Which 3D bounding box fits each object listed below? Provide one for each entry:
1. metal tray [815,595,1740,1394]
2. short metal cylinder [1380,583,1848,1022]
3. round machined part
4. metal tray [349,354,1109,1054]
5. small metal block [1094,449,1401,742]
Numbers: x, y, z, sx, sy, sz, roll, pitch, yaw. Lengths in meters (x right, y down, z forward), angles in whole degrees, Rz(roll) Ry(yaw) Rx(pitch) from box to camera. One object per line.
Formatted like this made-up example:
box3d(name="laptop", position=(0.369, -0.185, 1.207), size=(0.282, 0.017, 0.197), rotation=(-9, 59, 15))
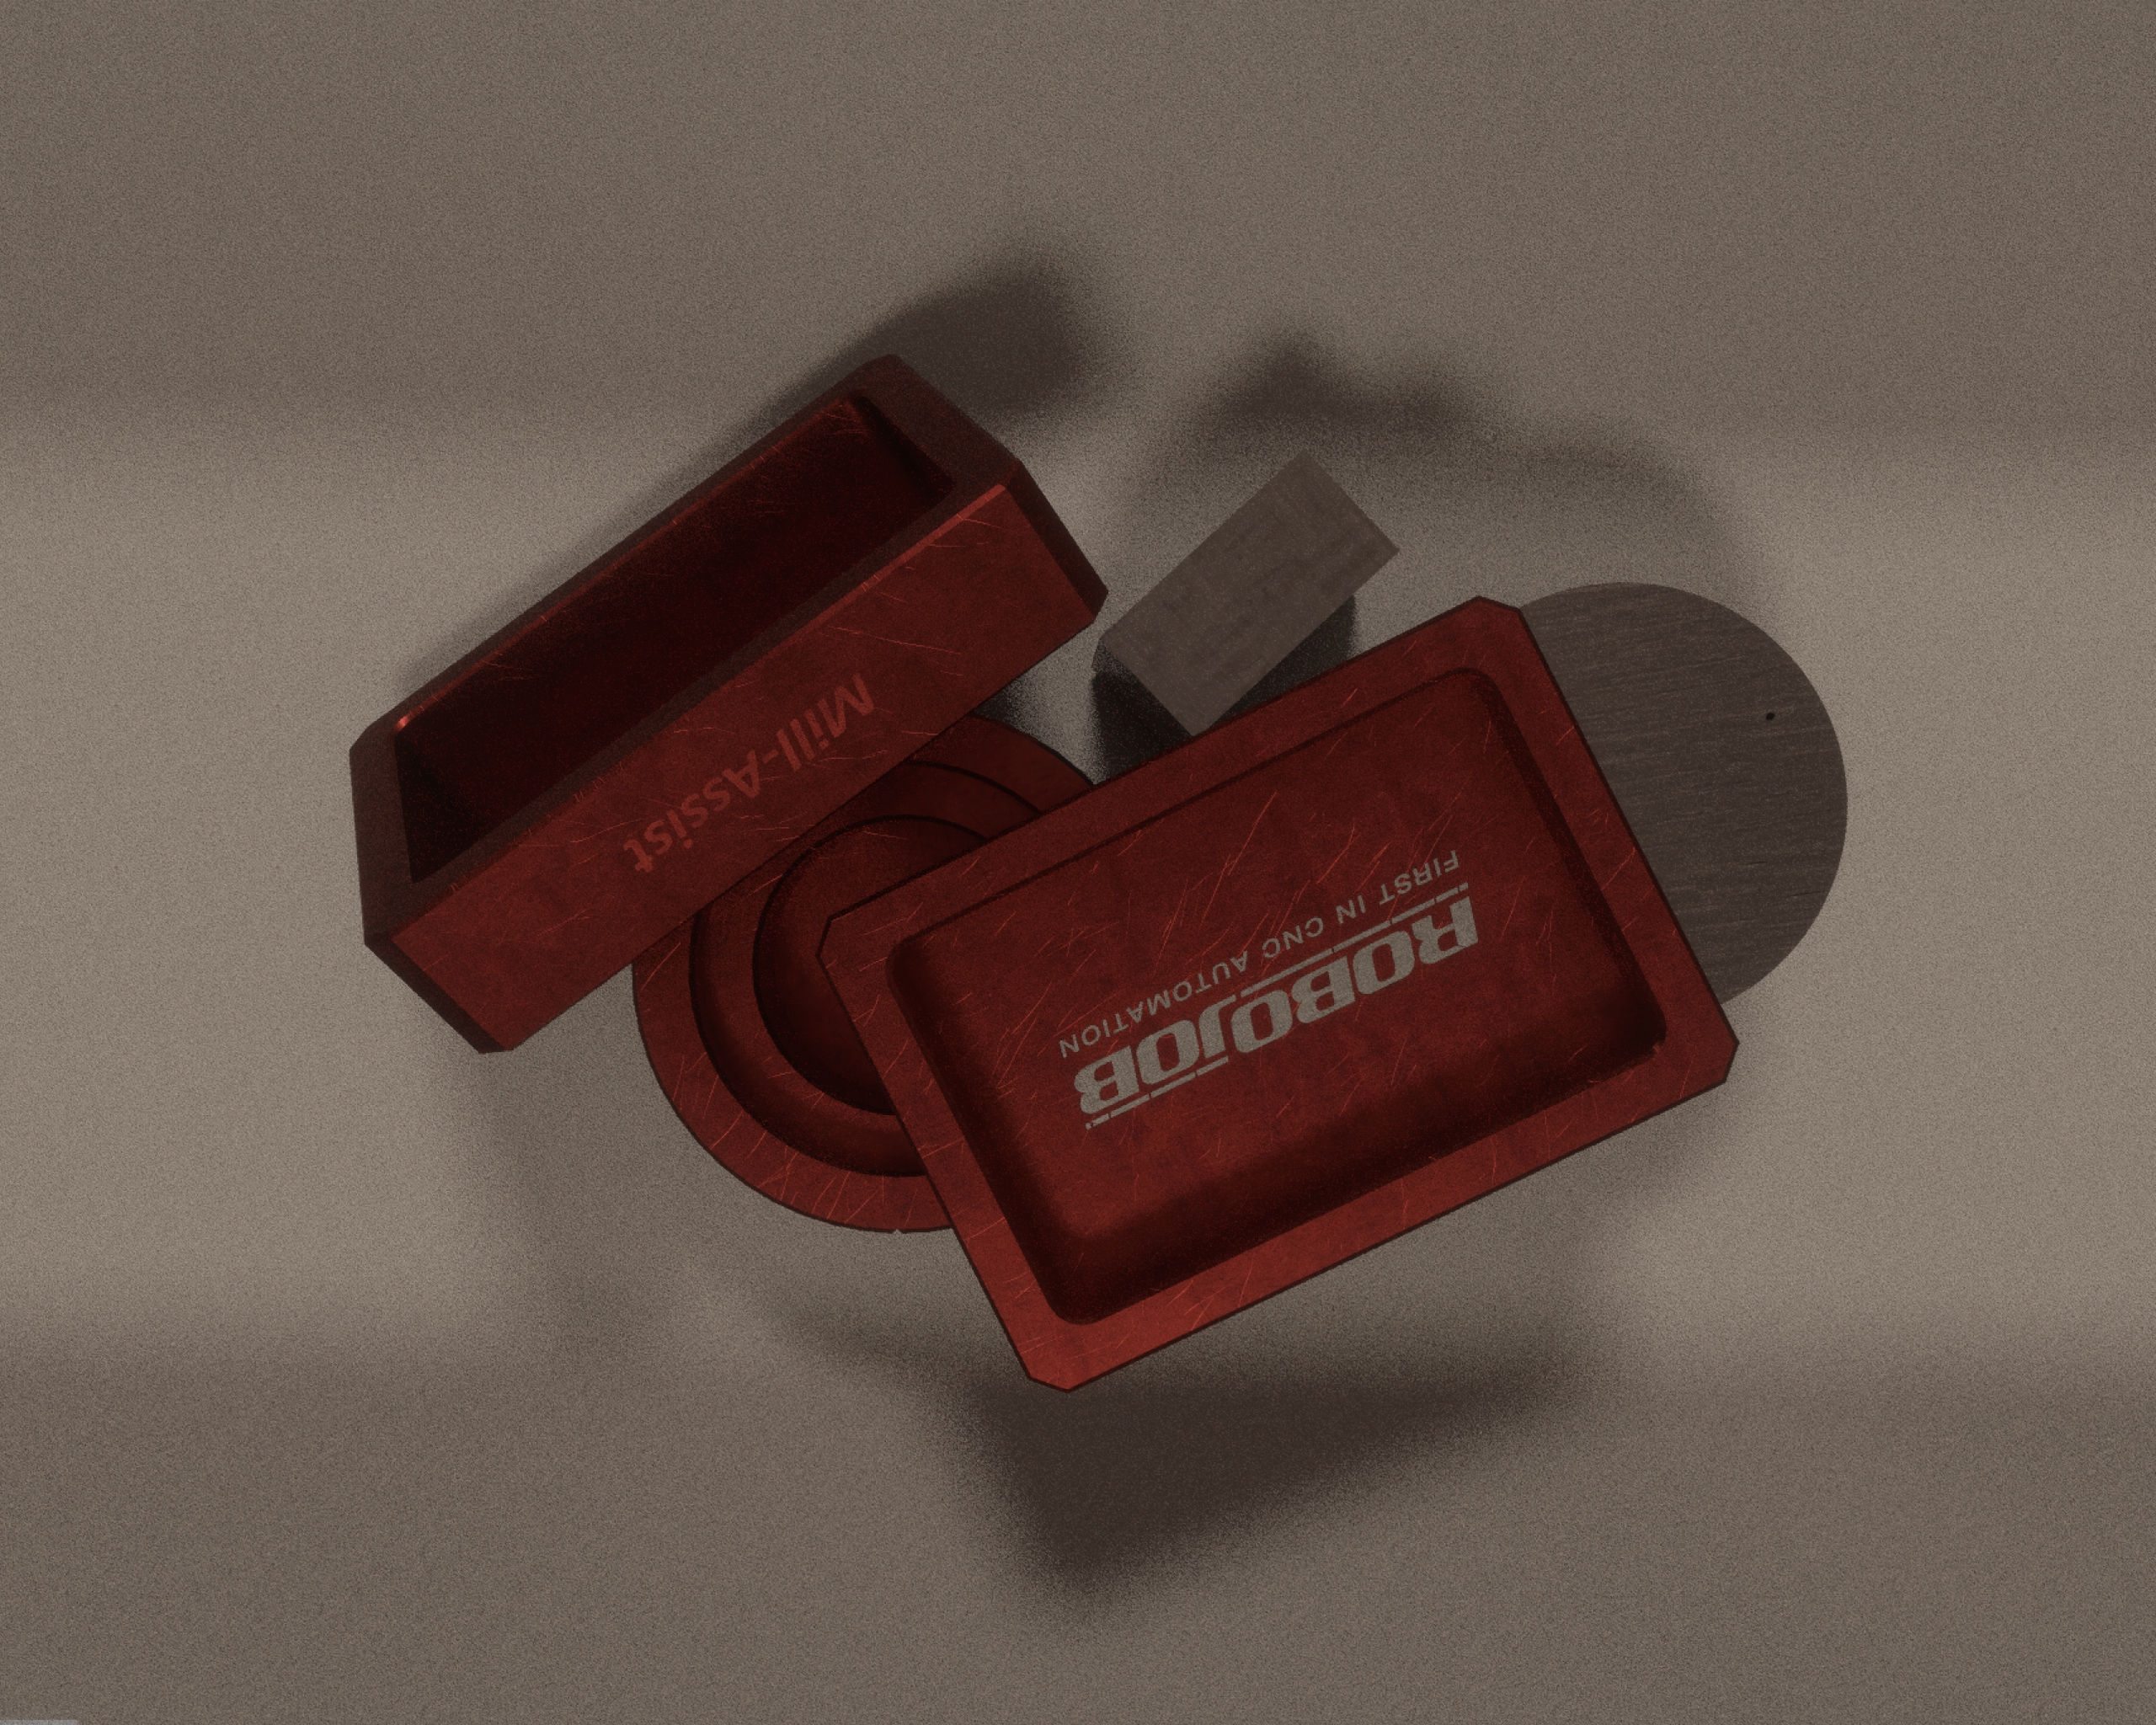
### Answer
box3d(name="metal tray", position=(0.033, 0.022, 0.360), size=(0.130, 0.030, 0.090), rotation=(-26, 90, 4))
box3d(name="short metal cylinder", position=(0.098, -0.011, 0.398), size=(0.081, 0.050, 0.079), rotation=(0, 90, -1))
box3d(name="round machined part", position=(-0.032, 0.019, 0.402), size=(0.099, 0.042, 0.097), rotation=(0, 90, -1))
box3d(name="metal tray", position=(-0.067, -0.033, 0.375), size=(0.130, 0.090, 0.030), rotation=(-36, 122, -1))
box3d(name="small metal block", position=(0.030, -0.048, 0.397), size=(0.050, 0.050, 0.025), rotation=(-43, 90, -2))
